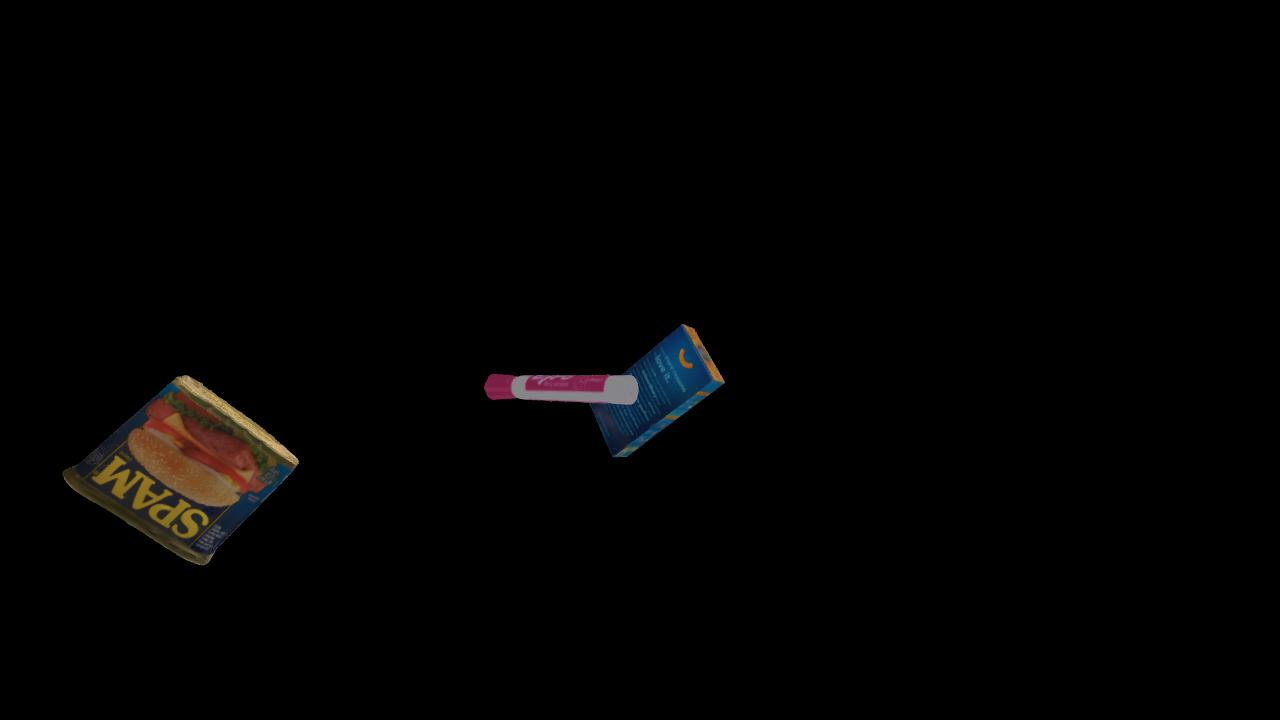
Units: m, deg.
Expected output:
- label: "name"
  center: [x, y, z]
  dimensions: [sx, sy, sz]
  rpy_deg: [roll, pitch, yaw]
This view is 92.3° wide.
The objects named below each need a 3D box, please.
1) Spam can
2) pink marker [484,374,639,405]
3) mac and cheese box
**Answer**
- label: "Spam can"
  center: [-0.305, 0.073, 0.422]
  dimensions: [0.101, 0.085, 0.058]
  rpy_deg: [46, -19, -20]
- label: "pink marker"
  center: [-0.058, 0.019, 0.417]
  dimensions: [0.121, 0.020, 0.020]
  rpy_deg: [0, 0, 29]
- label: "mac and cheese box"
  center: [0.018, 0.045, 0.829]
  dimensions: [0.184, 0.093, 0.041]
  rpy_deg: [-39, -29, 24]
